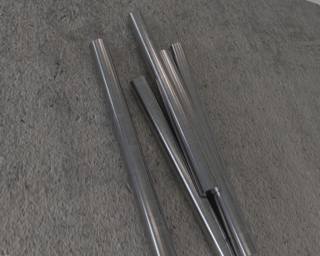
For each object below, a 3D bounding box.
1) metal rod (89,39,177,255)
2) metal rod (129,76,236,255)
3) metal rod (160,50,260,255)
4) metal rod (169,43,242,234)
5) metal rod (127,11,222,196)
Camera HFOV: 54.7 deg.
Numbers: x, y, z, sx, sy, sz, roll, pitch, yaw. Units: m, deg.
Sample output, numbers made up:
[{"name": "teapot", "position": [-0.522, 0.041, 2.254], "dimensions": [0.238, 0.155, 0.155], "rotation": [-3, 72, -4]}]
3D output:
[{"name": "metal rod", "position": [-0.038, 0.017, 0.372], "dimensions": [0.025, 0.025, 0.299], "rotation": [-6, 65, -31]}, {"name": "metal rod", "position": [0.035, 0.064, 0.383], "dimensions": [0.025, 0.025, 0.299], "rotation": [-15, 70, -34]}, {"name": "metal rod", "position": [0.051, 0.014, 0.406], "dimensions": [0.025, 0.025, 0.299], "rotation": [-4, 59, -30]}, {"name": "metal rod", "position": [0.062, 0.004, 0.434], "dimensions": [0.025, 0.025, 0.299], "rotation": [-1, 62, -29]}, {"name": "metal rod", "position": [0.010, -0.051, 0.420], "dimensions": [0.025, 0.025, 0.299], "rotation": [-4, 58, -30]}]
